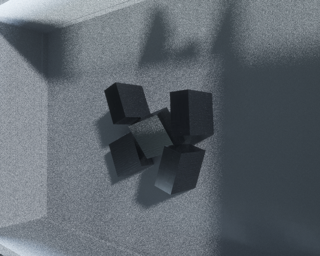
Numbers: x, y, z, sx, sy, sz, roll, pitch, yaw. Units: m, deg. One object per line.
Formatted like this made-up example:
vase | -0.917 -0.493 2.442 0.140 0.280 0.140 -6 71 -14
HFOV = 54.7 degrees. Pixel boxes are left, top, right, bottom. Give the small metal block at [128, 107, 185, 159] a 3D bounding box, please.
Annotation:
small metal block | -0.004 0.007 0.398 0.050 0.025 0.050 -21 103 38

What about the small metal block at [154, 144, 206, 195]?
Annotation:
small metal block | 0.025 0.048 0.370 0.025 0.050 0.050 22 104 38

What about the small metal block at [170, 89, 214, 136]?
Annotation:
small metal block | 0.038 -0.016 0.359 0.025 0.050 0.050 -4 88 40

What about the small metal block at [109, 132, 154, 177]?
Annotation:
small metal block | -0.042 0.037 0.442 0.050 0.025 0.050 -29 72 36

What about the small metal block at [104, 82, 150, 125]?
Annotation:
small metal block | -0.044 -0.033 0.427 0.025 0.050 0.050 -28 72 37
